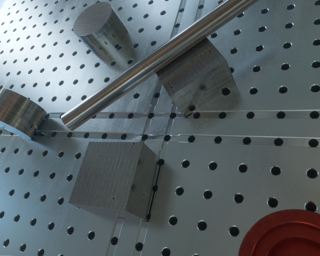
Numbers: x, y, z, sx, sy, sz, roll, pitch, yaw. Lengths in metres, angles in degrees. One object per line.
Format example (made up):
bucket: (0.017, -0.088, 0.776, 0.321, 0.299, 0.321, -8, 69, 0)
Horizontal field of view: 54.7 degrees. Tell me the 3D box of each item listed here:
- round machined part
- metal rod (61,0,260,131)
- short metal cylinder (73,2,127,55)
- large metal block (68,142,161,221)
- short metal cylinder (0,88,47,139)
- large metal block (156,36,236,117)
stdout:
round machined part: (0.119, 0.122, 0.260, 0.098, 0.042, 0.098, -13, 56, 21)
metal rod: (0.000, -0.090, 0.399, 0.300, 0.025, 0.025, -34, 51, 5)
short metal cylinder: (-0.108, -0.179, 0.559, 0.080, 0.050, 0.080, -13, 56, 21)
large metal block: (-0.053, 0.064, 0.381, 0.080, 0.050, 0.080, -1, 61, 27)
short metal cylinder: (-0.238, -0.022, 0.512, 0.080, 0.080, 0.050, 12, 68, 33)
large metal block: (0.042, -0.076, 0.417, 0.080, 0.050, 0.080, -32, 52, 7)
